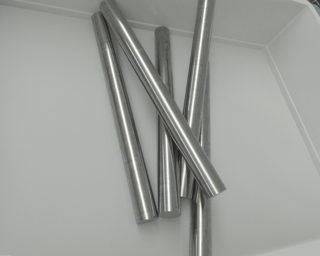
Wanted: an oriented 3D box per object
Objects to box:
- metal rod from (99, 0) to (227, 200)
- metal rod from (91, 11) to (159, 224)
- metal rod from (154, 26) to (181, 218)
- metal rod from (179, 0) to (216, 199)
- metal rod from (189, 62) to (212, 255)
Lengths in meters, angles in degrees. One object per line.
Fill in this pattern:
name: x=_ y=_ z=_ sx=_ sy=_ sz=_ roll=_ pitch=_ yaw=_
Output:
metal rod: x=-0.006 y=-0.050 z=0.390 sx=0.025 sy=0.025 sz=0.299 roll=-15 pitch=67 yaw=-34
metal rod: x=-0.051 y=-0.031 z=0.396 sx=0.025 sy=0.025 sz=0.299 roll=-2 pitch=63 yaw=-29
metal rod: x=0.007 y=-0.030 z=0.417 sx=0.025 sy=0.025 sz=0.300 roll=13 pitch=53 yaw=-21
metal rod: x=0.048 y=-0.058 z=0.414 sx=0.025 sy=0.025 sz=0.299 roll=15 pitch=72 yaw=-20
metal rod: x=0.057 y=0.019 z=0.423 sx=0.025 sy=0.025 sz=0.300 roll=18 pitch=55 yaw=-18
